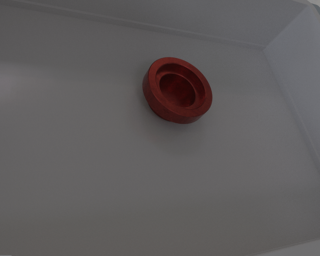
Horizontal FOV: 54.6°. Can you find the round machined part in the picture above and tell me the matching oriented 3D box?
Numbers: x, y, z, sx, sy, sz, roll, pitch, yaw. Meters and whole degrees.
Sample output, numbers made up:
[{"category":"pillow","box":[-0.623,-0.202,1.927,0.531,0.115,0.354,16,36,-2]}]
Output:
[{"category":"round machined part","box":[0.020,-0.048,0.434,0.099,0.042,0.098,13,56,-21]}]
